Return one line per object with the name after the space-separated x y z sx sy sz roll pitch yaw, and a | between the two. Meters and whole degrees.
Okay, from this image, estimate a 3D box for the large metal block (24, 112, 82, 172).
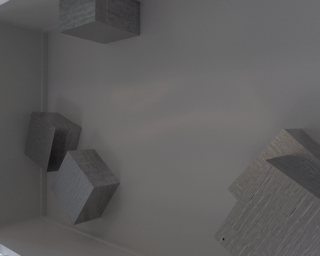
-0.191 0.022 0.548 0.080 0.050 0.079 25 106 37 | large metal block

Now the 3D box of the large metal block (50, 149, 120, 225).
-0.120 0.091 0.490 0.080 0.050 0.080 45 117 30 | large metal block

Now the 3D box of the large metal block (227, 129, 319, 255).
0.126 0.057 0.287 0.080 0.050 0.080 50 119 28 | large metal block

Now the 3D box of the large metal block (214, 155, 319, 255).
0.103 0.078 0.240 0.080 0.050 0.079 40 114 32 | large metal block

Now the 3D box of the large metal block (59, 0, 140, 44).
-0.085 -0.159 0.442 0.080 0.081 0.050 1 91 40 | large metal block
